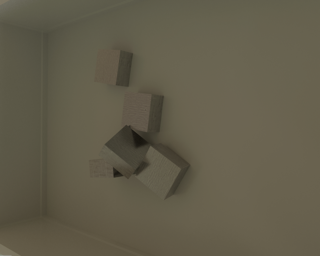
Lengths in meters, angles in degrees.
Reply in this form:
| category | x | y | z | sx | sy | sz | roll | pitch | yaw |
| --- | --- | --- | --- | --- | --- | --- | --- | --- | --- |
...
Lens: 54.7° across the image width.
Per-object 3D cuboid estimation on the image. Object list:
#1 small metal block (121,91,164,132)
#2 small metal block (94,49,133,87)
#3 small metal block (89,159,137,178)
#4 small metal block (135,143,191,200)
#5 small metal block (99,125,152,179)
| category | x | y | z | sx | sy | sz | roll | pitch | yaw |
| --- | --- | --- | --- | --- | --- | --- | --- | --- | --- |
| small metal block | -0.025 | -0.023 | 0.427 | 0.050 | 0.025 | 0.050 | 11 | 97 | 39 |
| small metal block | -0.070 | -0.090 | 0.465 | 0.050 | 0.025 | 0.050 | 14 | 99 | 39 |
| small metal block | -0.065 | 0.056 | 0.444 | 0.050 | 0.050 | 0.025 | -7 | 86 | 40 |
| small metal block | 0.003 | 0.055 | 0.399 | 0.050 | 0.025 | 0.050 | 36 | 112 | 23 |
| small metal block | -0.044 | 0.031 | 0.413 | 0.050 | 0.050 | 0.025 | 39 | 133 | 3 |
